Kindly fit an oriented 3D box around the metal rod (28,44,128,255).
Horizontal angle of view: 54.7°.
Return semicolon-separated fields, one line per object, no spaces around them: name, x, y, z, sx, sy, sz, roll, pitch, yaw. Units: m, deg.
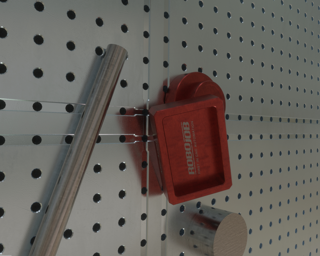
metal rod;-0.093;0.046;0.332;0.025;0.025;0.299;28;73;-37

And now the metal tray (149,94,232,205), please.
metal tray;0.042;0.028;0.408;0.091;0.030;0.129;-13;108;-11

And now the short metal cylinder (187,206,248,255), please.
short metal cylinder;0.088;0.164;0.470;0.081;0.050;0.079;0;90;-40

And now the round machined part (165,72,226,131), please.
round machined part;0.058;-0.033;0.449;0.099;0.042;0.097;0;90;-40
